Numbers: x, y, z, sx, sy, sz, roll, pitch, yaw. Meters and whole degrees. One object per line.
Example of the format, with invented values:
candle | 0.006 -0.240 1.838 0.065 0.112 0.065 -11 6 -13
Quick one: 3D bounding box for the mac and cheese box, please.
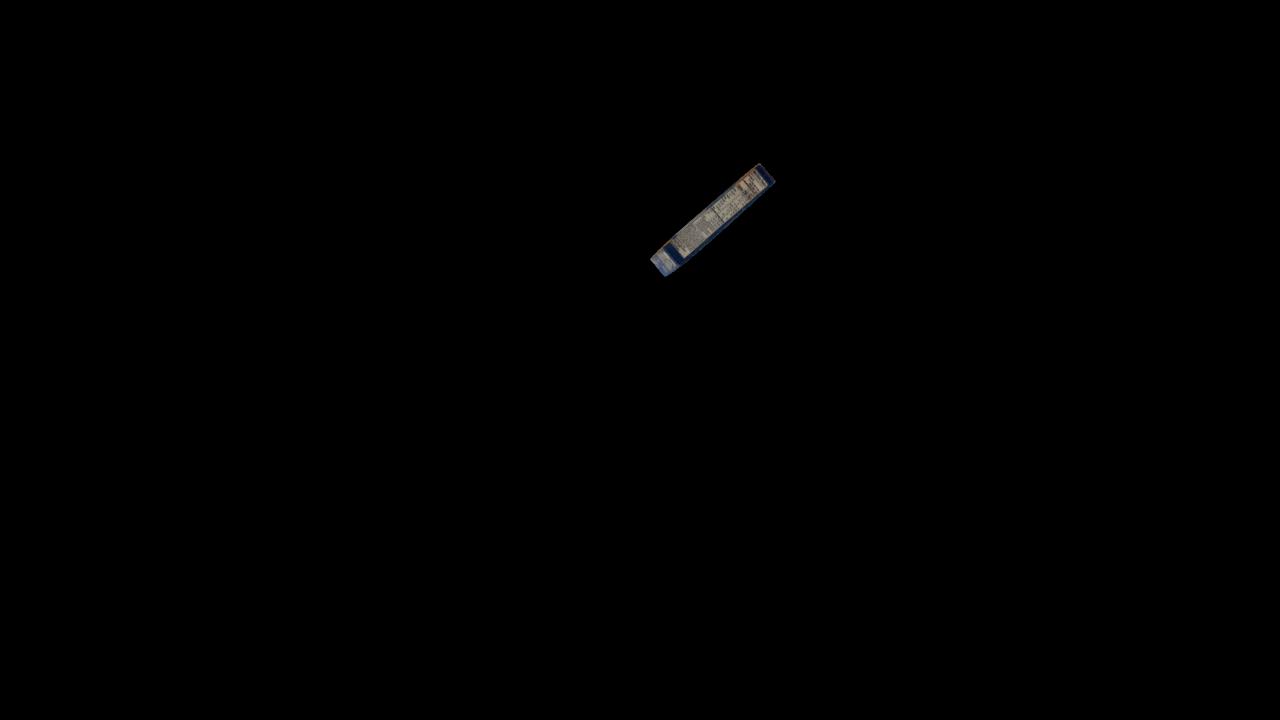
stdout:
mac and cheese box | 0.101 -0.196 0.875 0.184 0.041 0.093 -42 4 -8
